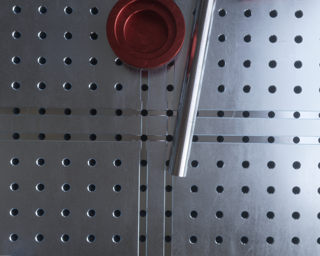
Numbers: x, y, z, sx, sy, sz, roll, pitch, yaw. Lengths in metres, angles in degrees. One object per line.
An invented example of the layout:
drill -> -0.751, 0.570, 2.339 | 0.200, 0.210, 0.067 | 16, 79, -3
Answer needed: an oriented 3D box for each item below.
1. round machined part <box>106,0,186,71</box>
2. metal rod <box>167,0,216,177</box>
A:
round machined part -> -0.017, -0.123, 0.404 | 0.099, 0.042, 0.097 | 0, 90, 0
metal rod -> 0.048, -0.085, 0.413 | 0.025, 0.025, 0.298 | 10, 90, 0
